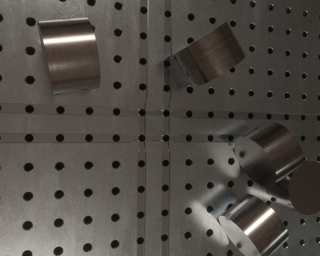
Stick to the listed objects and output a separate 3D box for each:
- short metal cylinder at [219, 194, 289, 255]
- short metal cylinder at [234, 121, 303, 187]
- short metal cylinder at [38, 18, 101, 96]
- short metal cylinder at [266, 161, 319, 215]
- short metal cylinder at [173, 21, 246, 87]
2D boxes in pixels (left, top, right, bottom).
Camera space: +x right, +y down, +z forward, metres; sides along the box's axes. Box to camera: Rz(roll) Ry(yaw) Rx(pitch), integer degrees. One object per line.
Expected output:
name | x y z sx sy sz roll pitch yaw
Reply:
short metal cylinder | 0.129 0.140 0.433 0.050 0.080 0.080 -35 102 -17
short metal cylinder | 0.153 0.037 0.442 0.050 0.080 0.080 -28 100 -18
short metal cylinder | -0.102 -0.080 0.346 0.050 0.080 0.079 -12 95 -20
short metal cylinder | 0.213 0.089 0.480 0.081 0.050 0.079 0 90 -21
short metal cylinder | 0.064 -0.096 0.408 0.080 0.080 0.050 -36 102 -17
